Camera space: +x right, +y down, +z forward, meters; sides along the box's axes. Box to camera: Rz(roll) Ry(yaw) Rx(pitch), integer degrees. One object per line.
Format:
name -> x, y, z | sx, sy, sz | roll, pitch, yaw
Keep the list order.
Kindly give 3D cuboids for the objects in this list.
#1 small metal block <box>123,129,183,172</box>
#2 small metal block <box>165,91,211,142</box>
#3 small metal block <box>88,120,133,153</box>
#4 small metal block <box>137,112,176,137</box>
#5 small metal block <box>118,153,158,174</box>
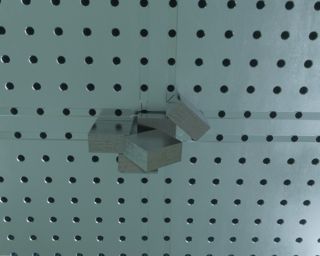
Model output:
small metal block -> -0.009, 0.025, 0.372 | 0.050, 0.050, 0.025 | -13, 115, -35
small metal block -> 0.034, -0.016, 0.394 | 0.050, 0.050, 0.025 | 41, 104, -14
small metal block -> -0.062, 0.011, 0.403 | 0.050, 0.050, 0.025 | 2, 111, 0
small metal block -> -0.005, 0.007, 0.416 | 0.050, 0.025, 0.050 | 1, 110, -2
small metal block -> -0.028, 0.047, 0.415 | 0.050, 0.050, 0.025 | 1, 79, 0
